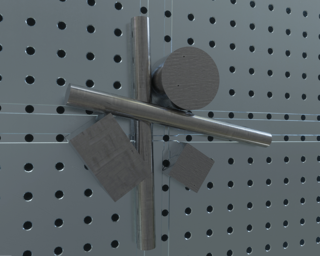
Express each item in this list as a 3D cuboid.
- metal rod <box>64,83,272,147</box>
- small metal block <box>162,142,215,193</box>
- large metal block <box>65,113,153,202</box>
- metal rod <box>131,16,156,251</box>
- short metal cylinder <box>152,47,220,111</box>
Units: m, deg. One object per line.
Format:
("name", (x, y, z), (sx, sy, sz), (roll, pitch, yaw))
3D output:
("metal rod", (0.031, -0.009, 0.405), (0.302, 0.025, 0.025), (12, 86, -28))
("small metal block", (0.039, 0.054, 0.429), (0.050, 0.025, 0.050), (35, 79, -17))
("large metal block", (-0.063, 0.031, 0.360), (0.050, 0.080, 0.080), (-37, 102, -16))
("metal rod", (-0.022, 0.007, 0.406), (0.025, 0.025, 0.298), (-2, 91, -20))
("short metal cylinder", (0.031, -0.062, 0.412), (0.081, 0.050, 0.079), (0, 90, -21))
